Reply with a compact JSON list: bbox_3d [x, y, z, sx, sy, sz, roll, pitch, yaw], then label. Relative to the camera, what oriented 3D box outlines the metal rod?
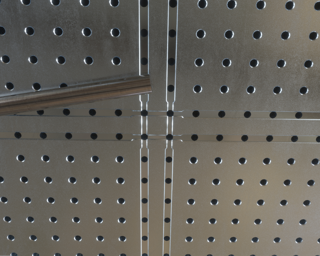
[{"bbox_3d":[-0.160,-0.034,0.399,0.301,0.025,0.025,-8,110,3],"label":"metal rod"}]
